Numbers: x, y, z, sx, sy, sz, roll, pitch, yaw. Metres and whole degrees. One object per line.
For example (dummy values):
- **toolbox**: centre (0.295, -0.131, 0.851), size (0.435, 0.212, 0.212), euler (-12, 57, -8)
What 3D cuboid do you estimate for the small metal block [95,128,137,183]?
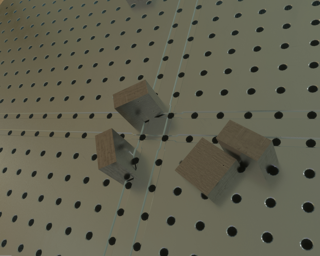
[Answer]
- **small metal block**: centre (-0.057, 0.036, 0.398), size (0.025, 0.050, 0.050), euler (-24, 53, 13)

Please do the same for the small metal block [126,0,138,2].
- **small metal block**: centre (-0.041, -0.274, 0.596), size (0.050, 0.025, 0.050), euler (2, 62, 28)

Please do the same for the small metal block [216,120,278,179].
- **small metal block**: centre (0.093, 0.023, 0.329), size (0.050, 0.050, 0.025), euler (32, 80, 37)

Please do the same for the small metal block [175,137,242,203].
- **small metal block**: centre (0.054, 0.047, 0.350), size (0.050, 0.025, 0.050), euler (-49, 52, -7)

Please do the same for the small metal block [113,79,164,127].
- **small metal block**: centre (-0.029, -0.033, 0.426), size (0.050, 0.050, 0.025), euler (-23, 54, 14)
